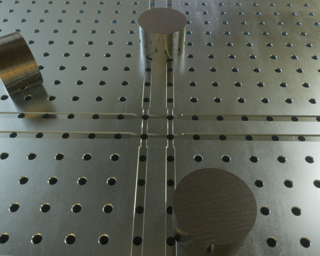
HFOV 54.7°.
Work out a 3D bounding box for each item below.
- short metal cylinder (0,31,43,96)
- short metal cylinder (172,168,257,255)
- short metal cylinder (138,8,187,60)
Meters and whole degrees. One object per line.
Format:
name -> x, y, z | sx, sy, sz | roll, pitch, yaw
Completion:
short metal cylinder -> -0.212, -0.093, 0.448 | 0.050, 0.080, 0.080 | -28, 56, -21
short metal cylinder -> 0.053, 0.088, 0.317 | 0.081, 0.050, 0.080 | 0, 50, 0
short metal cylinder -> 0.004, -0.161, 0.526 | 0.081, 0.050, 0.080 | 0, 50, 0
